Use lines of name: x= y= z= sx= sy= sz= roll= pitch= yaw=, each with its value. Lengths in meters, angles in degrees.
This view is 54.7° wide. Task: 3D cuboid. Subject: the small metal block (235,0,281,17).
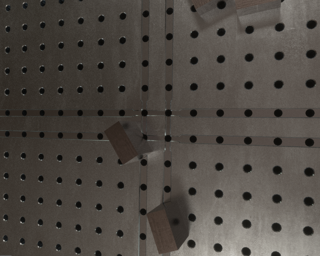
small metal block: x=0.115 y=-0.168 z=0.372 sx=0.050 sy=0.025 sz=0.050 roll=-7 pitch=88 yaw=19

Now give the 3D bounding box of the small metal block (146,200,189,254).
small metal block: x=0.011 y=0.124 z=0.395 sx=0.025 sy=0.050 sz=0.050 roll=-20 pitch=83 yaw=19

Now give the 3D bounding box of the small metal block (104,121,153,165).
small metal block: x=-0.041 y=0.018 z=0.413 sx=0.025 sy=0.050 sz=0.050 roll=-34 pitch=79 yaw=17

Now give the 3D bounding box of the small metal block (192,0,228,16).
small metal block: x=0.061 y=-0.180 z=0.391 sx=0.050 sy=0.025 sz=0.050 roll=-24 pitch=82 yaw=18
